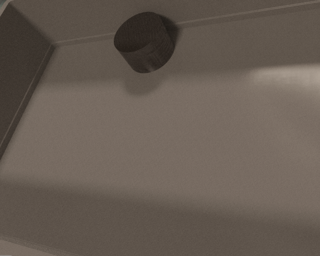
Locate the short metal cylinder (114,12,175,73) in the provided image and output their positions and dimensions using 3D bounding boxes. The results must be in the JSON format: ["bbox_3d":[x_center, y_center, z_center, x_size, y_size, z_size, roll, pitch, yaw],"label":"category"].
[{"bbox_3d":[-0.024,-0.133,0.482,0.080,0.050,0.080,-13,56,20],"label":"short metal cylinder"}]
